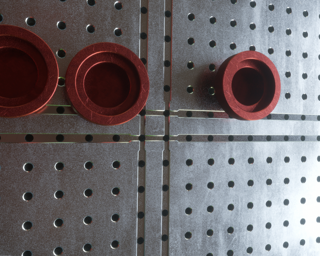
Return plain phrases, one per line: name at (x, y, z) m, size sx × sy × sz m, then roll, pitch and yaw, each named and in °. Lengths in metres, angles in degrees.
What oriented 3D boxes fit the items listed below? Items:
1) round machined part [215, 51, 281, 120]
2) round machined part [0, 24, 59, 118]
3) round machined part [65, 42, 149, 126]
round machined part at (0.122, -0.059, 0.450) m, size 0.099 × 0.042 × 0.097 m, roll 0°, pitch 90°, yaw -21°
round machined part at (-0.165, -0.060, 0.343) m, size 0.099 × 0.042 × 0.097 m, roll 0°, pitch 90°, yaw -21°
round machined part at (-0.066, -0.052, 0.380) m, size 0.099 × 0.042 × 0.097 m, roll 0°, pitch 90°, yaw -21°
